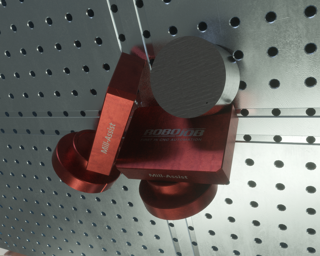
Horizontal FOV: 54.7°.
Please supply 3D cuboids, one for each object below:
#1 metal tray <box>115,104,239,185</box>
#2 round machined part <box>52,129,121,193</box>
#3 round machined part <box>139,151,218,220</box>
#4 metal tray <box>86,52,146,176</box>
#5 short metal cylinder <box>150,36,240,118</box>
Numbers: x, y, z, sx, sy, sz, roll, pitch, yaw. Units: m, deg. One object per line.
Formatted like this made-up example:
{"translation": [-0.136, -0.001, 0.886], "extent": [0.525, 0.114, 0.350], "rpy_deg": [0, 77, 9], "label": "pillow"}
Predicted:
{"translation": [0.020, 0.016, 0.365], "extent": [0.130, 0.090, 0.030], "rpy_deg": [-2, 145, 28], "label": "metal tray"}
{"translation": [-0.097, 0.040, 0.439], "extent": [0.098, 0.098, 0.042], "rpy_deg": [38, 121, 2], "label": "round machined part"}
{"translation": [0.020, 0.063, 0.389], "extent": [0.098, 0.098, 0.042], "rpy_deg": [-1, 125, 28], "label": "round machined part"}
{"translation": [-0.055, -0.016, 0.383], "extent": [0.030, 0.090, 0.129], "rpy_deg": [17, 128, -8], "label": "metal tray"}
{"translation": [0.037, -0.051, 0.325], "extent": [0.080, 0.050, 0.079], "rpy_deg": [3, 96, 28], "label": "short metal cylinder"}
